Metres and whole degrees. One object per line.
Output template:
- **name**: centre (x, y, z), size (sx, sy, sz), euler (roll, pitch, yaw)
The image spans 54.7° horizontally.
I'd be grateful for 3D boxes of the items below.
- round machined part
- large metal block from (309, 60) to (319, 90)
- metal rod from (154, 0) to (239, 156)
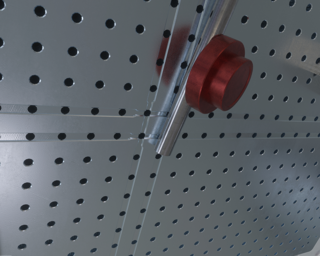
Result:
- **round machined part**: centre (0.078, -0.060, 0.381), size (0.099, 0.042, 0.097), euler (-40, 148, -30)
- **large metal block**: centre (0.301, -0.073, 0.495), size (0.050, 0.080, 0.080), euler (-49, 129, 6)
- **metal rod**: centre (0.057, -0.097, 0.382), size (0.025, 0.025, 0.298), euler (9, 114, -32)
